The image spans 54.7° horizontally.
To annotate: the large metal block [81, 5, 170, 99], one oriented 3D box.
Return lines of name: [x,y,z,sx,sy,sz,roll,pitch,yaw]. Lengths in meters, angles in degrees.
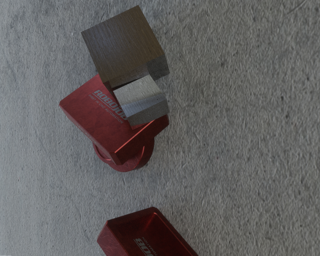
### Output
large metal block: [-0.043,-0.096,0.398,0.080,0.050,0.080,-26,70,0]

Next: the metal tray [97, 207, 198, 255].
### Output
metal tray: [-0.001,0.156,0.361,0.130,0.091,0.030,43,116,31]

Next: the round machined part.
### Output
round machined part: [-0.058,0.014,0.435,0.098,0.042,0.097,5,98,40]

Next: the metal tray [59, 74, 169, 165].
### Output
metal tray: [-0.063,-0.021,0.416,0.090,0.030,0.130,-41,55,-17]

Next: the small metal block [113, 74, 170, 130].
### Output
small metal block: [-0.023,-0.032,0.380,0.050,0.025,0.050,-26,52,-7]
